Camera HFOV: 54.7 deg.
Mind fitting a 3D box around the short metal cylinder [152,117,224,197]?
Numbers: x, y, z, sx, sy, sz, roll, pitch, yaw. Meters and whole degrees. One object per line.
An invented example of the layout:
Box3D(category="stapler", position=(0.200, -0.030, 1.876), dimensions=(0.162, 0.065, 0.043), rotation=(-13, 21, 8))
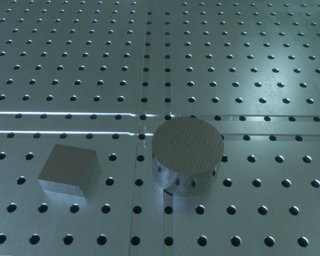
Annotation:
Box3D(category="short metal cylinder", position=(0.031, 0.033, 0.364), dimensions=(0.081, 0.050, 0.080), rotation=(0, 50, 0))

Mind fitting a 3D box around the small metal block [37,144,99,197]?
Box3D(category="small metal block", position=(-0.106, 0.049, 0.365), dimensions=(0.050, 0.025, 0.050), rotation=(9, 51, 7))
